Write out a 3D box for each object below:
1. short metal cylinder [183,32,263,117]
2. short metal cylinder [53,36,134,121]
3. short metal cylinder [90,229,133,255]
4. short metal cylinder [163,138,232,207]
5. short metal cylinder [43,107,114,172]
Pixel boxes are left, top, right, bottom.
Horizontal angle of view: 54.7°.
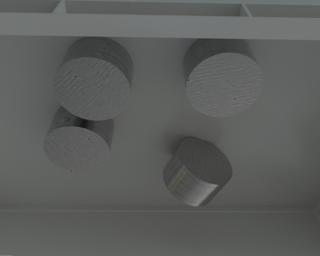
[{"bbox_3d":[0.067,-0.059,0.344,0.081,0.050,0.079,0,130,0],"label":"short metal cylinder"},{"bbox_3d":[-0.071,-0.055,0.345,0.081,0.050,0.079,0,130,0],"label":"short metal cylinder"},{"bbox_3d":[-0.093,0.241,0.599,0.081,0.050,0.079,0,130,0],"label":"short metal cylinder"},{"bbox_3d":[0.051,0.059,0.424,0.081,0.080,0.050,19,128,-16],"label":"short metal cylinder"},{"bbox_3d":[-0.103,0.012,0.402,0.081,0.050,0.079,0,130,0],"label":"short metal cylinder"}]
